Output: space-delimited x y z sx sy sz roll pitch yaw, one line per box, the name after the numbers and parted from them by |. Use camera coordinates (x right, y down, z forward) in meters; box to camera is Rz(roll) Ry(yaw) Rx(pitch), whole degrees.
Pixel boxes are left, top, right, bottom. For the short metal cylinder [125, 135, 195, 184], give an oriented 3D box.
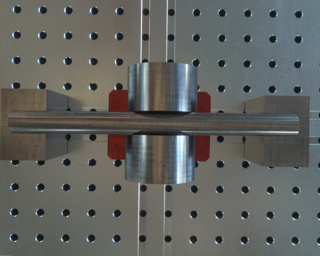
0.000 0.032 0.356 0.081 0.080 0.050 1 90 0 | short metal cylinder

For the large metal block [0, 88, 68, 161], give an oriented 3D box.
-0.152 -0.004 0.383 0.050 0.080 0.080 1 90 0 | large metal block

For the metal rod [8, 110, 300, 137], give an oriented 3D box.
-0.006 -0.005 0.333 0.302 0.025 0.025 1 90 0 | metal rod

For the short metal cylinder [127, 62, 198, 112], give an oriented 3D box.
0.003 -0.043 0.356 0.081 0.080 0.050 1 90 0 | short metal cylinder

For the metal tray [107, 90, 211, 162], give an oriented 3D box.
-0.001 -0.003 0.411 0.131 0.030 0.089 1 90 0 | metal tray

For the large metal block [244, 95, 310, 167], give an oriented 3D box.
0.142 0.003 0.386 0.050 0.080 0.080 1 90 0 | large metal block
